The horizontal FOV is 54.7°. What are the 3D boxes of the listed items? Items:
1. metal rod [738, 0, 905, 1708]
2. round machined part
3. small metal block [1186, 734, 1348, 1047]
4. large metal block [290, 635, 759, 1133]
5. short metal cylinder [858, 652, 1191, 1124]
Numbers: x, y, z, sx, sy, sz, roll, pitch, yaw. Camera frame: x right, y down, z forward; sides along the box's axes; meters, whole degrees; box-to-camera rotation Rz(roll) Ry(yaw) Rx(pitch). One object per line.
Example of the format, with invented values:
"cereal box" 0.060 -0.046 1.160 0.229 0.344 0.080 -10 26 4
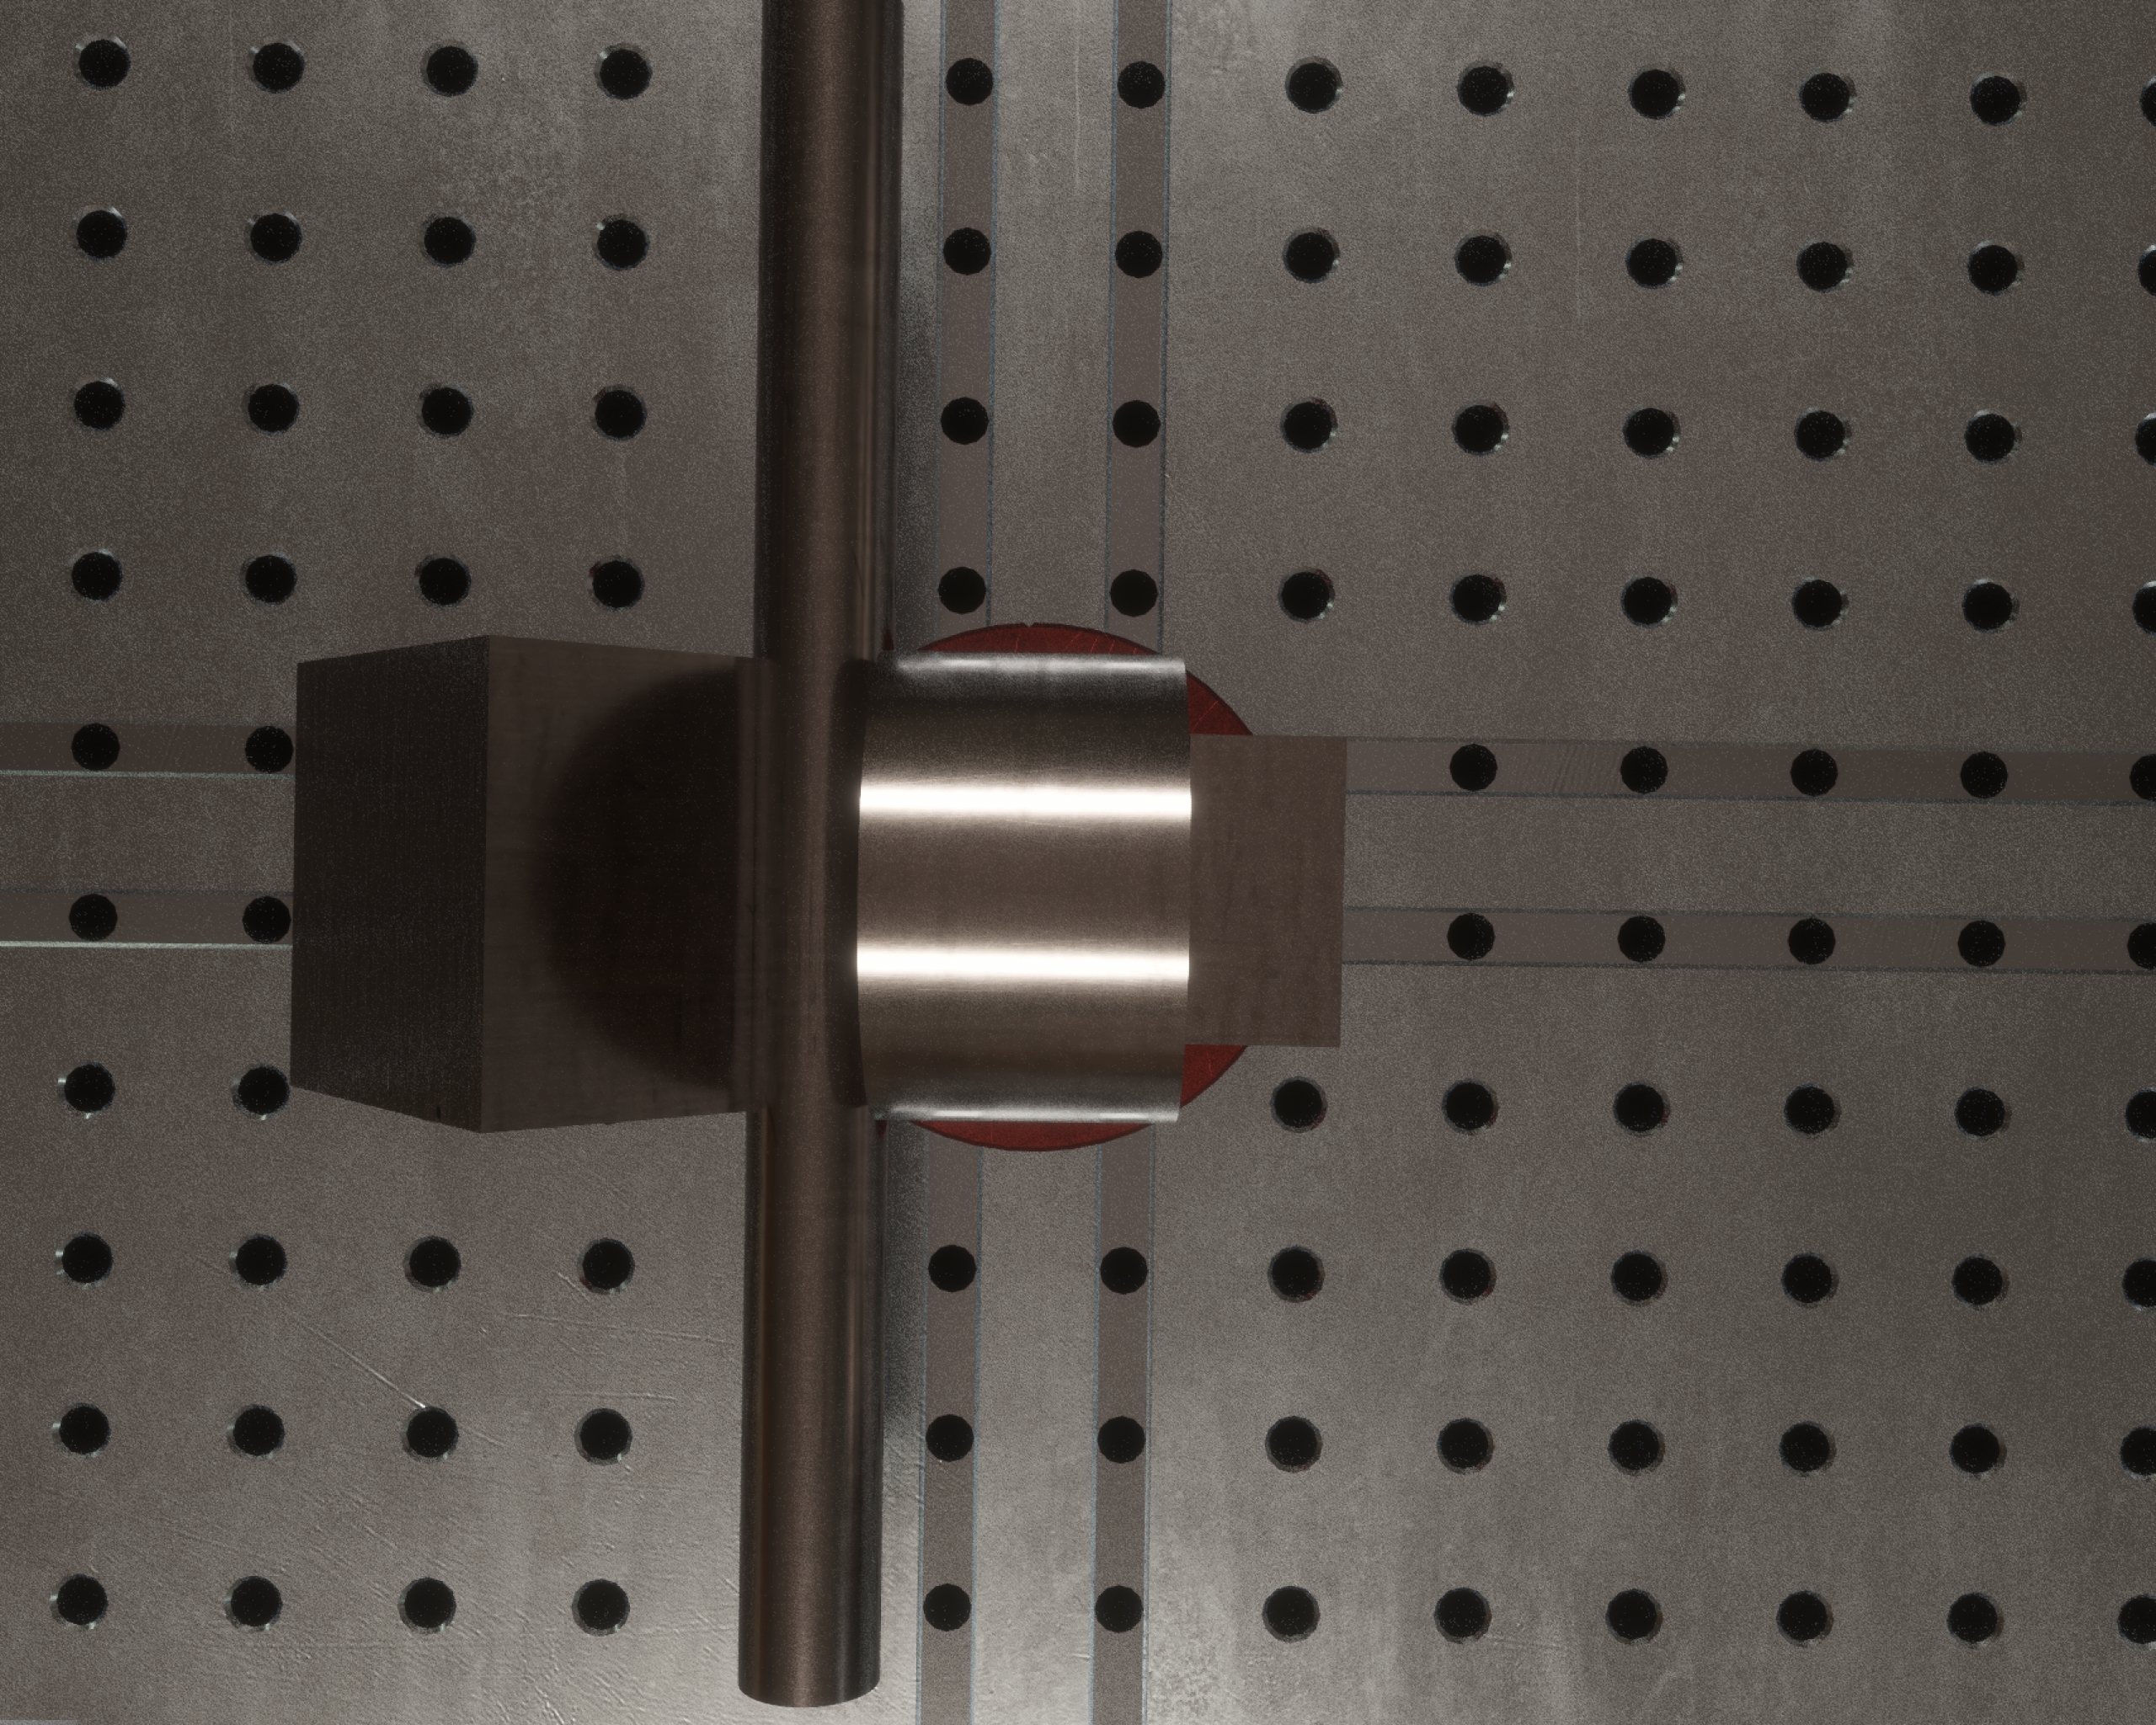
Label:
"metal rod" -0.046 -0.004 0.371 0.025 0.025 0.298 1 90 -1
"round machined part" -0.008 0.004 0.404 0.099 0.042 0.097 0 90 -1
"small metal block" 0.030 0.004 0.359 0.025 0.050 0.050 1 90 0
"large metal block" -0.102 0.003 0.379 0.050 0.080 0.079 1 90 -42
"short metal cylinder" -0.008 0.004 0.356 0.050 0.080 0.079 1 90 0
